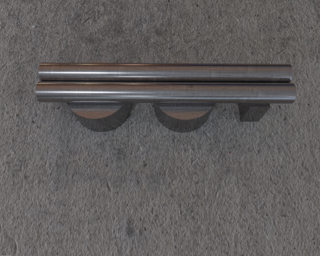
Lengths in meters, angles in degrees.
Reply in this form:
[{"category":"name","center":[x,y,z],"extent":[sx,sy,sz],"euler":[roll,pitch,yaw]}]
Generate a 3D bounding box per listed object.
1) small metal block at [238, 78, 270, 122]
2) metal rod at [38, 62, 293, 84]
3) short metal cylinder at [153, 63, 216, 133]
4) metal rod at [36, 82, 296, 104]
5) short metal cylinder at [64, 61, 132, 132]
[{"category":"small metal block","center":[0.122,-0.040,0.413],"extent":[0.025,0.050,0.050],"euler":[-1,70,-1]},{"category":"metal rod","center":[0.007,-0.067,0.380],"extent":[0.302,0.025,0.025],"euler":[0,70,0]},{"category":"short metal cylinder","center":[0.031,-0.039,0.411],"extent":[0.081,0.050,0.080],"euler":[0,70,0]},{"category":"metal rod","center":[0.007,-0.042,0.371],"extent":[0.302,0.025,0.025],"euler":[0,70,0]},{"category":"short metal cylinder","center":[-0.079,-0.040,0.409],"extent":[0.081,0.050,0.080],"euler":[0,70,0]}]
